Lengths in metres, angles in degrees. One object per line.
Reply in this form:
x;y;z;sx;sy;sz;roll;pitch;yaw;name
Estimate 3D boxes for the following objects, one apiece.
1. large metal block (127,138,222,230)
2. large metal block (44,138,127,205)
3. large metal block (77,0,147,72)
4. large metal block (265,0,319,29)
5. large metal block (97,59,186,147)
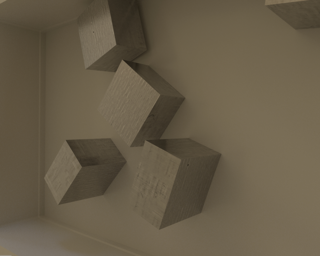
0.017;0.059;0.355;0.050;0.081;0.079;26;106;37;large metal block
-0.110;0.062;0.459;0.050;0.081;0.080;51;120;27;large metal block
-0.071;-0.134;0.440;0.080;0.050;0.080;-21;77;45;large metal block
0.133;-0.135;0.261;0.050;0.081;0.079;10;96;39;large metal block
-0.027;-0.032;0.411;0.080;0.050;0.080;46;117;30;large metal block
